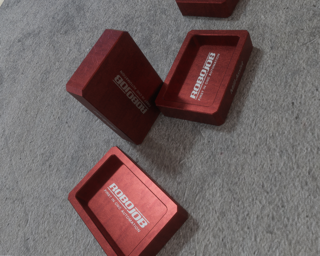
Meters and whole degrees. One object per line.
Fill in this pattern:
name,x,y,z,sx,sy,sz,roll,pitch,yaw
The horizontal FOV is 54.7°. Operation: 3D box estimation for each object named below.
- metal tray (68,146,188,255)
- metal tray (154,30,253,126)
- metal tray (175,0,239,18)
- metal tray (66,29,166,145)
metal tray,-0.042,0.091,0.366,0.090,0.030,0.130,-48,51,-6
metal tray,0.059,-0.072,0.413,0.090,0.030,0.130,12,68,33
metal tray,0.093,-0.238,0.497,0.090,0.030,0.130,18,71,35
metal tray,-0.044,-0.046,0.388,0.030,0.130,0.090,20,73,36
